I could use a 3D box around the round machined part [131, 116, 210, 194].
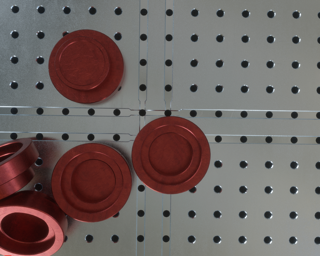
[{"bbox_3d":[0.014,0.034,0.405,0.099,0.042,0.097,0,90,-1],"label":"round machined part"}]

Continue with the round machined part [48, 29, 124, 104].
[{"bbox_3d":[-0.097,-0.080,0.404,0.099,0.042,0.097,0,90,-1],"label":"round machined part"}]

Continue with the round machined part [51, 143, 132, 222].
[{"bbox_3d":[-0.085,0.068,0.402,0.099,0.042,0.097,0,88,-4],"label":"round machined part"}]

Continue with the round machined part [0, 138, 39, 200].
[{"bbox_3d":[-0.195,0.054,0.378,0.099,0.098,0.042,-19,111,0],"label":"round machined part"}]

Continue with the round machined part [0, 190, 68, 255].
[{"bbox_3d":[-0.166,0.117,0.389,0.099,0.042,0.097,-1,121,-2],"label":"round machined part"}]
